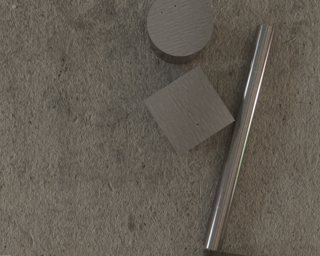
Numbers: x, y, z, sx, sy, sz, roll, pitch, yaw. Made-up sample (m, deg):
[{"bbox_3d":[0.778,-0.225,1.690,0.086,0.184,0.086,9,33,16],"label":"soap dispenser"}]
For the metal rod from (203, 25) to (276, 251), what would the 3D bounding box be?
[{"bbox_3d":[0.105,0.013,0.411,0.025,0.025,0.298,14,90,-1],"label":"metal rod"}]

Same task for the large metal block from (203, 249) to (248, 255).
[{"bbox_3d":[0.094,0.211,0.399,0.081,0.050,0.080,9,90,-1],"label":"large metal block"}]

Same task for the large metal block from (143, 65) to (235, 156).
[{"bbox_3d":[0.035,-0.021,0.398,0.080,0.050,0.080,-33,90,0],"label":"large metal block"}]

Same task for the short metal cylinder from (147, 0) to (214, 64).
[{"bbox_3d":[0.024,-0.126,0.398,0.081,0.050,0.079,0,90,-1],"label":"short metal cylinder"}]
